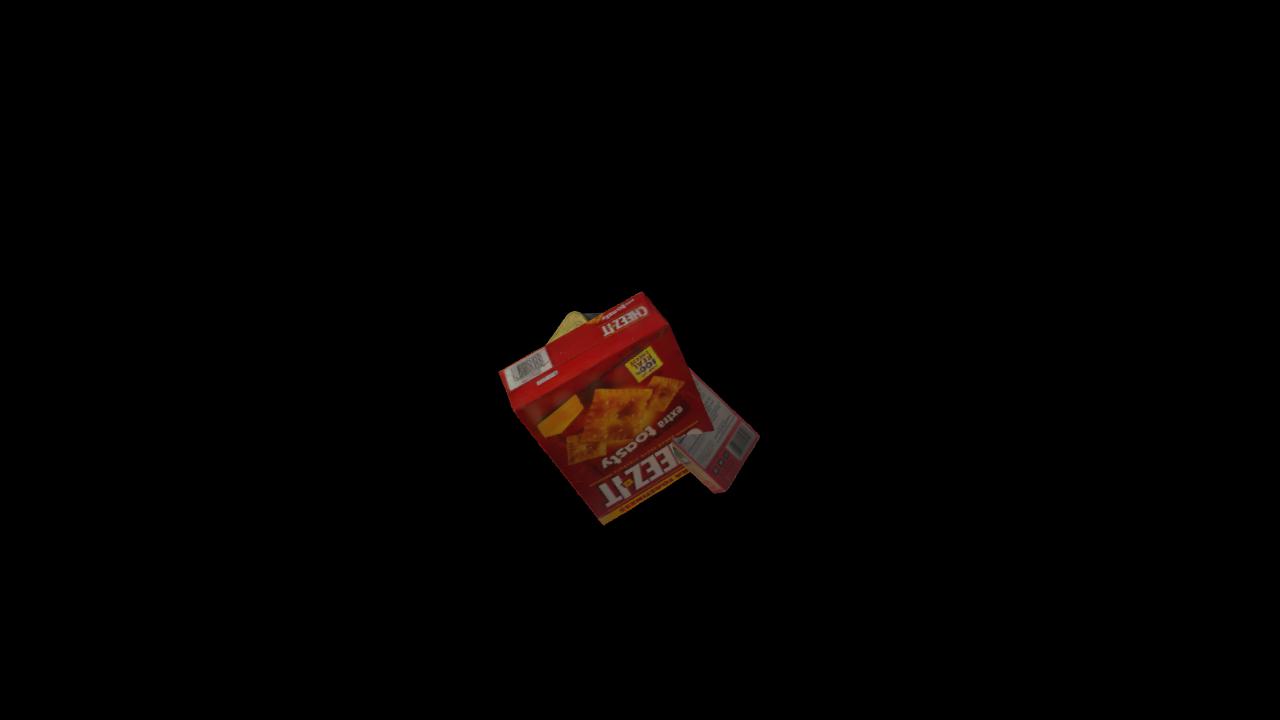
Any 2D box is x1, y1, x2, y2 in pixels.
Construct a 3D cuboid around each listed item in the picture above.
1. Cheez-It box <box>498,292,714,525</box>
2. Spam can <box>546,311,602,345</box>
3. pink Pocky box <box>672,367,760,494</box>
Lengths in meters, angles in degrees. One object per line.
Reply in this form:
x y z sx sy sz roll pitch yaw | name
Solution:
-0.020 0.060 0.648 0.166 0.223 0.071 -30 43 -3 | Cheez-It box
-0.060 -0.011 0.732 0.085 0.058 0.101 -8 -34 -53 | Spam can
0.055 0.066 0.682 0.084 0.155 0.029 -51 9 -31 | pink Pocky box
